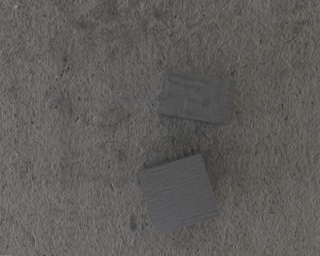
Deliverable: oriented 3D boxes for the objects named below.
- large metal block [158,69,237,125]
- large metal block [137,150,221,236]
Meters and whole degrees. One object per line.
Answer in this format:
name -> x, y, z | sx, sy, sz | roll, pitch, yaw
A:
large metal block -> 0.042, -0.035, 0.383 | 0.080, 0.080, 0.050 | 10, 90, 0
large metal block -> 0.023, 0.080, 0.398 | 0.080, 0.050, 0.080 | -17, 90, 0
